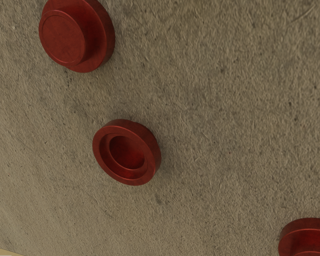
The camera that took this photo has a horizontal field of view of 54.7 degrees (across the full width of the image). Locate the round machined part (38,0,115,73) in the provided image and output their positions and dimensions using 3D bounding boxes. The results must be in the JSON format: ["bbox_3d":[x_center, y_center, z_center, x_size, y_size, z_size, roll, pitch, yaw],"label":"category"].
[{"bbox_3d":[-0.109,-0.114,0.383,0.098,0.042,0.097,13,124,21],"label":"round machined part"}]

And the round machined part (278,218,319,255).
[{"bbox_3d":[0.201,0.165,0.392,0.098,0.042,0.097,13,124,21],"label":"round machined part"}]

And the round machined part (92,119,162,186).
[{"bbox_3d":[-0.042,0.030,0.437,0.098,0.042,0.097,13,124,21],"label":"round machined part"}]
